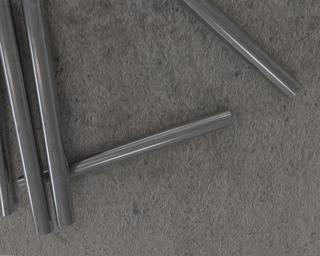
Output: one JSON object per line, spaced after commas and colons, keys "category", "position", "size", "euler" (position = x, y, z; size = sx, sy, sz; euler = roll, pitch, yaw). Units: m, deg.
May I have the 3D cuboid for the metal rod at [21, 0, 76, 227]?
{"category": "metal rod", "position": [-0.137, -0.018, 0.384], "size": [0.025, 0.025, 0.298], "euler": [-4, 104, 1]}

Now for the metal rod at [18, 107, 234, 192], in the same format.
{"category": "metal rod", "position": [-0.050, 0.031, 0.420], "size": [0.301, 0.025, 0.025], "euler": [-18, 109, 6]}

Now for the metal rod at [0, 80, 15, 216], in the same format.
{"category": "metal rod", "position": [-0.216, -0.018, 0.400], "size": [0.025, 0.025, 0.298], "euler": [3, 110, -1]}

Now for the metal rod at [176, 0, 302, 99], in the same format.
{"category": "metal rod", "position": [0.053, -0.136, 0.359], "size": [0.301, 0.025, 0.025], "euler": [37, 106, -13]}

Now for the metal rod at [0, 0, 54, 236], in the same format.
{"category": "metal rod", "position": [-0.170, -0.004, 0.389], "size": [0.025, 0.025, 0.298], "euler": [-5, 104, 1]}
